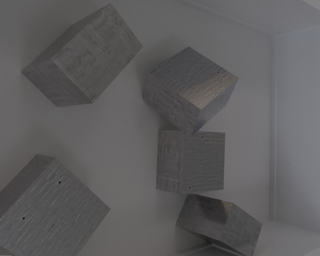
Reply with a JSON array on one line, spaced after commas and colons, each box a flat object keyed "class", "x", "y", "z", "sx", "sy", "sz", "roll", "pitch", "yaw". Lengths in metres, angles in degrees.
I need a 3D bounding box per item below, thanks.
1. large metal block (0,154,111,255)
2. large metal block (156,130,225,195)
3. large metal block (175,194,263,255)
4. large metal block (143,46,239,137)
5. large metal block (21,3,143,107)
[{"class": "large metal block", "x": -0.110, "y": 0.083, "z": 0.298, "sx": 0.080, "sy": 0.050, "sz": 0.080, "roll": 52, "pitch": 60, "yaw": -27}, {"class": "large metal block", "x": 0.043, "y": 0.044, "z": 0.426, "sx": 0.081, "sy": 0.050, "sz": 0.080, "roll": 3, "pitch": 88, "yaw": -40}, {"class": "large metal block", "x": 0.084, "y": 0.137, "z": 0.441, "sx": 0.080, "sy": 0.080, "sz": 0.050, "roll": 38, "pitch": 67, "yaw": -34}, {"class": "large metal block", "x": 0.038, "y": -0.049, "z": 0.394, "sx": 0.080, "sy": 0.080, "sz": 0.050, "roll": -39, "pitch": 157, "yaw": -33}, {"class": "large metal block", "x": -0.077, "y": -0.068, "z": 0.306, "sx": 0.050, "sy": 0.080, "sz": 0.080, "roll": 51, "pitch": 60, "yaw": -28}]
